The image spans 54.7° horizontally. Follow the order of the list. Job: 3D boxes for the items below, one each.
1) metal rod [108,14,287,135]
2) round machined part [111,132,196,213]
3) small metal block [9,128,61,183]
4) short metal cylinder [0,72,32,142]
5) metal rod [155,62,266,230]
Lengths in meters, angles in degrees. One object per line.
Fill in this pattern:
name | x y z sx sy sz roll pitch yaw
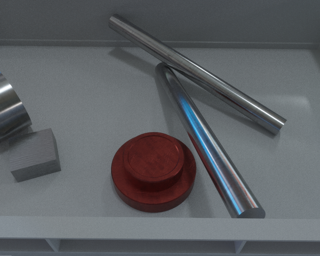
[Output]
metal rod | 0.043 -0.085 0.450 0.300 0.025 0.025 36 58 16
round machined part | -0.007 0.043 0.358 0.099 0.042 0.098 0 50 0
small metal block | -0.152 0.032 0.376 0.050 0.025 0.050 -15 52 -13
short metal cylinder | -0.206 -0.026 0.388 0.050 0.080 0.080 -34 58 -25
metal rod | 0.037 -0.010 0.361 0.025 0.025 0.300 -10 35 -9
